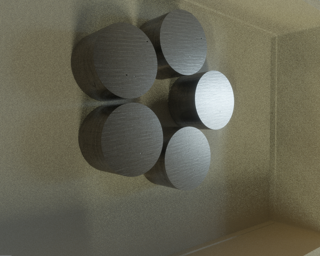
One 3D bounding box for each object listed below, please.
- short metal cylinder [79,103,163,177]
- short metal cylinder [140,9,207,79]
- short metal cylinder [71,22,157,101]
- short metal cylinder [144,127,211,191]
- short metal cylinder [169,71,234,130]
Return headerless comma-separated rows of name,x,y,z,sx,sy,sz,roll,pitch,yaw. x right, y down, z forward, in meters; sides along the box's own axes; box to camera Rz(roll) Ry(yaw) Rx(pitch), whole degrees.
short metal cylinder,-0.043,0.012,0.351,0.081,0.050,0.080,0,90,-40
short metal cylinder,0.015,-0.105,0.399,0.081,0.050,0.080,0,90,-40
short metal cylinder,-0.050,-0.071,0.346,0.081,0.050,0.080,0,90,-40
short metal cylinder,0.020,0.038,0.405,0.081,0.050,0.080,0,90,-40
short metal cylinder,0.059,-0.038,0.437,0.081,0.050,0.080,0,90,-40
